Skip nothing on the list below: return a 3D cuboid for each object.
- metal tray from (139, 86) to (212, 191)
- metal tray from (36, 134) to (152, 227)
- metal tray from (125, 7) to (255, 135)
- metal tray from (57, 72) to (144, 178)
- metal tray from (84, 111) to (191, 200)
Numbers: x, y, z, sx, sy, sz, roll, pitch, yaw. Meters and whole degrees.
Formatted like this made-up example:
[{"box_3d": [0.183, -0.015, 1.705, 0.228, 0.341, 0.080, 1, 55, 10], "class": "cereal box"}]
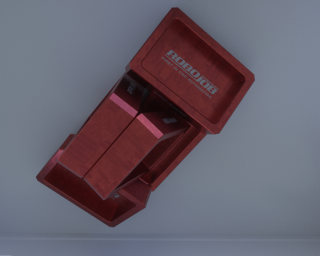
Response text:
[{"box_3d": [-0.006, 0.012, 0.411, 0.090, 0.030, 0.130, 37, 105, -13], "class": "metal tray"}, {"box_3d": [-0.089, 0.075, 0.415, 0.130, 0.030, 0.090, 38, 130, -14], "class": "metal tray"}, {"box_3d": [0.037, -0.064, 0.365, 0.130, 0.030, 0.090, 37, 80, -13], "class": "metal tray"}, {"box_3d": [-0.060, -0.012, 0.347, 0.030, 0.130, 0.090, 39, 106, -13], "class": "metal tray"}, {"box_3d": [-0.018, 0.024, 0.349, 0.030, 0.130, 0.090, 45, 105, 9], "class": "metal tray"}]
